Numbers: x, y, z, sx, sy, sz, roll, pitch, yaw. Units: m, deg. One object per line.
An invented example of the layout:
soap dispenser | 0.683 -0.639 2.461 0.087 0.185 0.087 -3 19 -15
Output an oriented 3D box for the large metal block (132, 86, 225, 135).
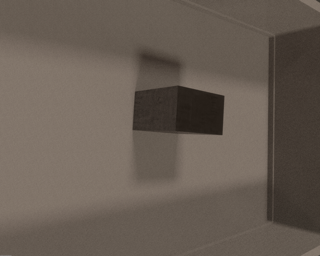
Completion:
large metal block | 0.023 -0.019 0.392 0.081 0.080 0.050 6 87 -40
